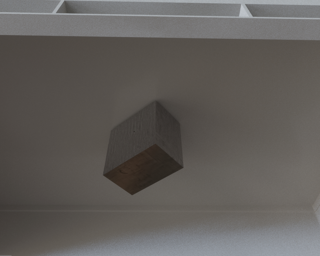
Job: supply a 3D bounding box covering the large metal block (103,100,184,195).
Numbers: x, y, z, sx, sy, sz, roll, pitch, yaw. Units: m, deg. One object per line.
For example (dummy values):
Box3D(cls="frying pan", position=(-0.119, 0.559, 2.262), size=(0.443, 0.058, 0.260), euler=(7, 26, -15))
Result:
Box3D(cls="large metal block", position=(-0.020, 0.025, 0.390), size=(0.080, 0.080, 0.050), euler=(-32, 123, 24))
